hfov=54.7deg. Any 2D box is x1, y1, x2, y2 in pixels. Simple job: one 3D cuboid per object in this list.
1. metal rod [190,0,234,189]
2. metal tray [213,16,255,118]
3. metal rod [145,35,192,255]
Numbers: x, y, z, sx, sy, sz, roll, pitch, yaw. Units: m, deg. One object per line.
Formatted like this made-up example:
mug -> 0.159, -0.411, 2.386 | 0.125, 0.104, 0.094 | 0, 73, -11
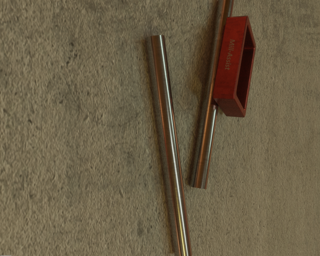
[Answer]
metal rod -> 0.080, -0.059, 0.471 | 0.025, 0.025, 0.299 | 16, 80, -39
metal tray -> 0.117, -0.091, 0.473 | 0.090, 0.030, 0.130 | 35, 64, -60
metal rod -> 0.013, 0.030, 0.415 | 0.025, 0.025, 0.298 | -13, 98, -39
